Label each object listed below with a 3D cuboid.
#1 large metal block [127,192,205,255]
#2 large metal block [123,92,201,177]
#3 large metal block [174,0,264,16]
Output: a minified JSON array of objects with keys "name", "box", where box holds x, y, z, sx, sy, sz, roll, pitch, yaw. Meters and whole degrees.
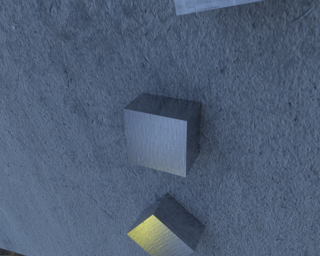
[{"name":"large metal block","box":[0.009,0.160,0.485,0.080,0.050,0.080,42,129,-1]},{"name":"large metal block","box":[0.004,0.007,0.393,0.080,0.050,0.079,12,124,21]},{"name":"large metal block","box":[0.061,-0.133,0.257,0.080,0.080,0.050,1,119,28]}]
